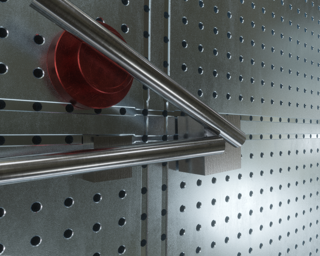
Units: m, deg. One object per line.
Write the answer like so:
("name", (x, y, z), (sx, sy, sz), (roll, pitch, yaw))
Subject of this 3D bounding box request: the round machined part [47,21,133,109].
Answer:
("round machined part", (-0.068, -0.070, 0.342), (0.099, 0.042, 0.097), (0, 90, -40))

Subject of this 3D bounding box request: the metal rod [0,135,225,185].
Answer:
("metal rod", (-0.054, 0.032, 0.330), (0.303, 0.025, 0.025), (-4, 93, -30))

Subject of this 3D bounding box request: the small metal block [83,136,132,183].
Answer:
("small metal block", (-0.061, 0.034, 0.361), (0.050, 0.025, 0.050), (-1, 91, -40))

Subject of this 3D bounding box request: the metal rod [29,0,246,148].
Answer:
("metal rod", (0.001, -0.050, 0.349), (0.301, 0.025, 0.025), (31, 70, -33))

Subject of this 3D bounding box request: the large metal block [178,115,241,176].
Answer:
("large metal block", (0.073, 0.022, 0.453), (0.081, 0.050, 0.079), (-3, 92, -40))
